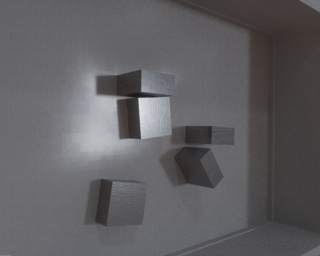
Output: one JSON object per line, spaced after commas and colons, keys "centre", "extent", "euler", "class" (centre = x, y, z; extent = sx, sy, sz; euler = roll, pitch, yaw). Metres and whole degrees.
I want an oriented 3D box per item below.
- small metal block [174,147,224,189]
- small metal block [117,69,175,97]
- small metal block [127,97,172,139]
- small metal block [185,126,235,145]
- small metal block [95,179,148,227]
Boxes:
{"centre": [0.055, 0.055, 0.439], "extent": [0.025, 0.050, 0.050], "euler": [-41, 116, -32], "class": "small metal block"}
{"centre": [-0.018, -0.052, 0.377], "extent": [0.050, 0.050, 0.025], "euler": [2, 89, -40], "class": "small metal block"}
{"centre": [-0.013, -0.014, 0.397], "extent": [0.050, 0.025, 0.050], "euler": [-7, 95, -40], "class": "small metal block"}
{"centre": [0.073, 0.011, 0.454], "extent": [0.050, 0.050, 0.025], "euler": [4, 88, -40], "class": "small metal block"}
{"centre": [-0.045, 0.089, 0.371], "extent": [0.050, 0.025, 0.050], "euler": [12, 82, -40], "class": "small metal block"}
